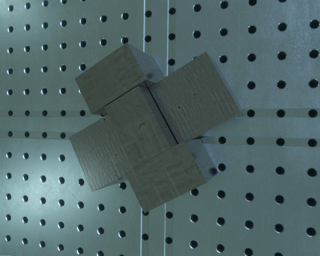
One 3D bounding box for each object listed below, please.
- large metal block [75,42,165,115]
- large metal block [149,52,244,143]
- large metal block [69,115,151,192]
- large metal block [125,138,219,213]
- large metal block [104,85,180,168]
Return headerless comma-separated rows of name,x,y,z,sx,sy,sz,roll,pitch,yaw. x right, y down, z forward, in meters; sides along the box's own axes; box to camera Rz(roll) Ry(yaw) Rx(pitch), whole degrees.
large metal block,-0.046,-0.057,0.399,0.080,0.080,0.050,-30,80,18
large metal block,0.046,-0.034,0.383,0.080,0.050,0.080,-30,82,17
large metal block,-0.064,0.031,0.423,0.080,0.050,0.080,-28,80,18
large metal block,0.018,0.055,0.377,0.080,0.080,0.050,-30,80,17
large metal block,-0.013,-0.002,0.388,0.050,0.080,0.080,-30,80,18
